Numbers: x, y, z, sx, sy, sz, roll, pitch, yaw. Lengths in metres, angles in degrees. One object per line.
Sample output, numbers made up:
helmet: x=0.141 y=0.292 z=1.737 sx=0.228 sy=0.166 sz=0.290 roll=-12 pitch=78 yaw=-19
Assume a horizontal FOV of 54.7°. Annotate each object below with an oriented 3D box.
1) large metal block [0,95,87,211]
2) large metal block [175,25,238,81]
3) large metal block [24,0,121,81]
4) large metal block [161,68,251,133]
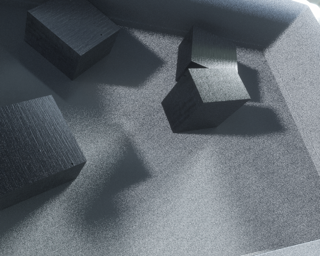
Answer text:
large metal block: x=-0.132 y=0.022 z=0.305 sx=0.081 sy=0.050 sz=0.080 roll=-22 pitch=73 yaw=-36
large metal block: x=0.074 y=-0.105 z=0.493 sx=0.081 sy=0.050 sz=0.080 roll=19 pitch=55 yaw=-18
large metal block: x=-0.113 y=-0.122 z=0.403 sx=0.080 sy=0.050 sz=0.080 roll=40 pitch=51 yaw=-1
large metal block: x=0.061 y=-0.037 z=0.426 sx=0.081 sy=0.080 sz=0.050 roll=-7 pitch=66 yaw=-31
